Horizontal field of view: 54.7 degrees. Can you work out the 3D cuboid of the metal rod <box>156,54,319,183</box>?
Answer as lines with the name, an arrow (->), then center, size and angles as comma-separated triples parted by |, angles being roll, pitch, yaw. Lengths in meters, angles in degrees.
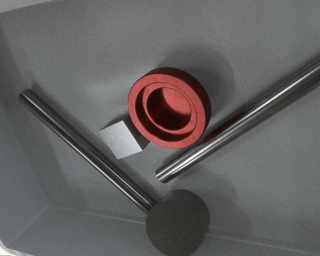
metal rod -> 0.094, -0.006, 0.354 | 0.025, 0.025, 0.299 | 46, 129, -5

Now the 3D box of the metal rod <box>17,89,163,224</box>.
metal rod -> -0.102, 0.048, 0.489 | 0.300, 0.025, 0.025 | 42, 129, -1

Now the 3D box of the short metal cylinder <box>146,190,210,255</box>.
short metal cylinder -> 0.027, 0.134, 0.442 | 0.080, 0.050, 0.079 | 2, 96, 20

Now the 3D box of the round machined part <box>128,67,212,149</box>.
round machined part -> 0.014, -0.027, 0.372 | 0.098, 0.042, 0.097 | 13, 124, 20

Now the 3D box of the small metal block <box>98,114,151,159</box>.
small metal block -> -0.050, 0.012, 0.441 | 0.050, 0.025, 0.050 | -22, 107, 35
